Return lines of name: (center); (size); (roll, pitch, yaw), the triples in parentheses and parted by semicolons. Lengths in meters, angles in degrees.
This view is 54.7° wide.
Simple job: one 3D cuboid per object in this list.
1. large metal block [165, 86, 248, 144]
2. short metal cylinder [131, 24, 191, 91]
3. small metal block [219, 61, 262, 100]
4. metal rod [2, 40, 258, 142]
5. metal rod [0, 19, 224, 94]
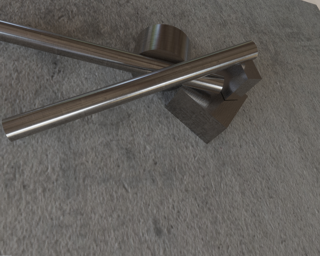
large metal block: (0.068, -0.038, 0.449); (0.080, 0.050, 0.080); (41, 52, 0)
short metal cylinder: (0.002, -0.096, 0.433); (0.081, 0.080, 0.050); (19, 54, -18)
small metal block: (0.104, -0.073, 0.424); (0.025, 0.050, 0.050); (-5, 64, -30)
metal rod: (-0.021, -0.048, 0.357); (0.302, 0.025, 0.025); (-20, 72, -14)
metal rod: (-0.066, -0.090, 0.389); (0.302, 0.025, 0.025); (12, 56, -8)
